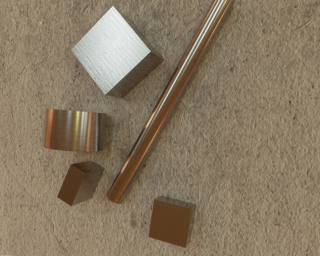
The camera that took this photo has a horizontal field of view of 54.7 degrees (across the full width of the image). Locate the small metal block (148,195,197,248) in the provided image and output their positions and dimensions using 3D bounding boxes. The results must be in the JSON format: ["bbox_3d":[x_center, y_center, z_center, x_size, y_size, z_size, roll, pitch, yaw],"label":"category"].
[{"bbox_3d":[0.016,0.120,0.402,0.050,0.025,0.050,10,93,19],"label":"small metal block"}]

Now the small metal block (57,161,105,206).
[{"bbox_3d":[-0.109,0.076,0.433,0.025,0.050,0.050,27,99,17],"label":"small metal block"}]

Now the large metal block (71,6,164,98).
[{"bbox_3d":[-0.056,-0.098,0.414,0.080,0.050,0.080,-41,78,15],"label":"large metal block"}]

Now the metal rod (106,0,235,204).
[{"bbox_3d":[0.009,-0.031,0.405,0.025,0.025,0.299,32,100,17],"label":"metal rod"}]

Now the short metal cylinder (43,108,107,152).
[{"bbox_3d":[-0.114,0.002,0.419,0.080,0.080,0.050,5,92,19],"label":"short metal cylinder"}]
